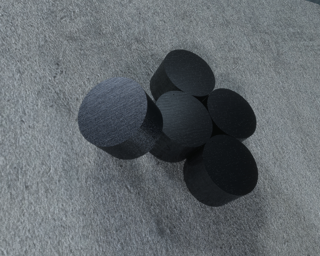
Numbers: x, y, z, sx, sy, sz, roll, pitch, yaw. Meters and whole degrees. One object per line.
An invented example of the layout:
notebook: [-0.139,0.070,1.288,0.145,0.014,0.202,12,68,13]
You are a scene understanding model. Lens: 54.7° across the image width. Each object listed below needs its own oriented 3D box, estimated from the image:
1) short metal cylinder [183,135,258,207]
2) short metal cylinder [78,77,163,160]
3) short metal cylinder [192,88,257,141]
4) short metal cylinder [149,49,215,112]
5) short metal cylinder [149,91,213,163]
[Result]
short metal cylinder: [0.077,0.055,0.397,0.081,0.050,0.080,14,56,-21]
short metal cylinder: [-0.043,-0.010,0.346,0.080,0.050,0.080,-7,67,17]
short metal cylinder: [0.089,-0.010,0.443,0.081,0.050,0.080,14,56,-21]
short metal cylinder: [0.032,-0.066,0.446,0.081,0.050,0.080,14,56,-21]
short metal cylinder: [0.020,-0.001,0.400,0.081,0.050,0.080,14,56,-21]
